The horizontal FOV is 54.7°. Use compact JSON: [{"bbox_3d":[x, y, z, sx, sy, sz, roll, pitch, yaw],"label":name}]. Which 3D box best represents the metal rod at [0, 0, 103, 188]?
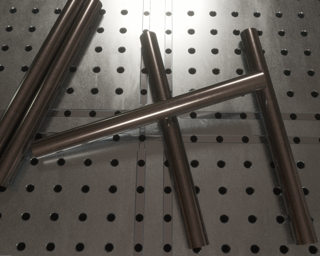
[{"bbox_3d":[-0.150,-0.062,0.432,0.025,0.025,0.299,18,71,6],"label":"metal rod"}]

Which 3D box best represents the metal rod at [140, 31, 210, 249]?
[{"bbox_3d":[0.014,0.001,0.411,0.025,0.025,0.299,-11,70,-5],"label":"metal rod"}]

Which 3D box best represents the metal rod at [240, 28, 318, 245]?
[{"bbox_3d":[0.153,-0.003,0.414,0.025,0.025,0.299,-7,70,-3],"label":"metal rod"}]

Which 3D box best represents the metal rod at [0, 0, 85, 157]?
[{"bbox_3d":[-0.175,-0.075,0.436,0.025,0.025,0.300,19,71,6],"label":"metal rod"}]

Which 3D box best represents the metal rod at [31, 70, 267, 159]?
[{"bbox_3d":[-0.016,-0.016,0.393,0.301,0.025,0.025,-17,71,2],"label":"metal rod"}]
